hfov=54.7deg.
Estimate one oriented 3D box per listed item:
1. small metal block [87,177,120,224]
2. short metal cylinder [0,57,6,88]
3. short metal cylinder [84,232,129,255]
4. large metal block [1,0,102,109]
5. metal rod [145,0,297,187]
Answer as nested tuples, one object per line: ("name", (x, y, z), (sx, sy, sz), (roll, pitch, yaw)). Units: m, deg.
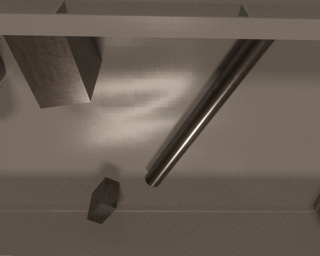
("small metal block", (-0.089, 0.115, 0.489), (0.025, 0.050, 0.050), (26, 125, -21))
("short metal cylinder", (-0.221, -0.057, 0.340), (0.081, 0.050, 0.079), (0, 130, 0))
("short metal cylinder", (-0.101, 0.245, 0.583), (0.081, 0.080, 0.050), (6, 130, -5))
("large metal block", (-0.098, -0.078, 0.305), (0.050, 0.080, 0.080), (-7, 130, 6))
("metal rod", (0.057, -0.020, 0.392), (0.025, 0.025, 0.298), (21, 127, -18))
